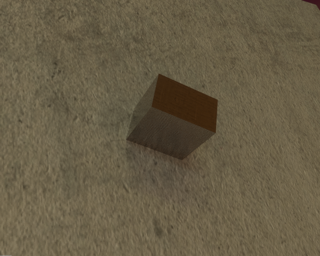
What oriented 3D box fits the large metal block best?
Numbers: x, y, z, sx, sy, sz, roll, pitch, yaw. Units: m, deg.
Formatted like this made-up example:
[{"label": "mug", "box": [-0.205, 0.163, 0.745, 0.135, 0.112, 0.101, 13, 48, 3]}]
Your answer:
[{"label": "large metal block", "box": [0.014, -0.010, 0.384, 0.080, 0.080, 0.050, 22, 54, -16]}]
